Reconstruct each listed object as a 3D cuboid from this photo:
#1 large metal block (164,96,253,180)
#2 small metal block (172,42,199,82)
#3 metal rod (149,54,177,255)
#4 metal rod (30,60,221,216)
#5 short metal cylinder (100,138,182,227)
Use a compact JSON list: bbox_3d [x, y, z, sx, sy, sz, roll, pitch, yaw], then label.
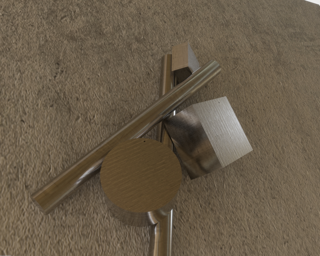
[{"bbox_3d":[0.063,0.011,0.398,0.081,0.050,0.080,-17,80,-48],"label":"large metal block"},{"bbox_3d":[0.040,-0.092,0.466,0.050,0.025,0.050,49,35,-49],"label":"small metal block"},{"bbox_3d":[0.007,0.022,0.395,0.025,0.025,0.300,16,55,-19],"label":"metal rod"},{"bbox_3d":[-0.019,-0.007,0.377,0.025,0.025,0.302,47,58,5],"label":"metal rod"},{"bbox_3d":[-0.020,0.057,0.327,0.081,0.050,0.080,2,57,-3],"label":"short metal cylinder"}]
